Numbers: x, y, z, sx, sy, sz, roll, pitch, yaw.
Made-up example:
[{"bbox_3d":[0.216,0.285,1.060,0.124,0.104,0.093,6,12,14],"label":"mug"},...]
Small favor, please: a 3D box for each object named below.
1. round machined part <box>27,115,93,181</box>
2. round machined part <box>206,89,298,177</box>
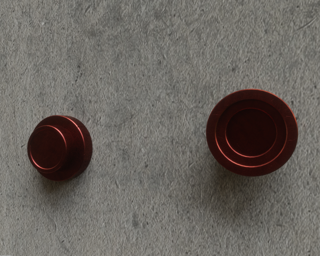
[{"bbox_3d":[-0.153,0.030,0.454,0.098,0.042,0.097,0,90,20],"label":"round machined part"},{"bbox_3d":[0.107,0.005,0.362,0.098,0.042,0.097,0,90,20],"label":"round machined part"}]
